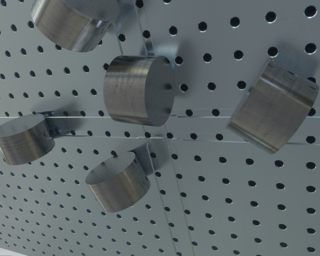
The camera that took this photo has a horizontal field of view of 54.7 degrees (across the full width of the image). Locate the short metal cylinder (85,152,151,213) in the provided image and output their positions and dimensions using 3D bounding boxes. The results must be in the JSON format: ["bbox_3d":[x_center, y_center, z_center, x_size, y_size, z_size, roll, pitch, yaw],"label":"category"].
[{"bbox_3d":[-0.061,0.078,0.454,0.080,0.080,0.050,-15,111,34],"label":"short metal cylinder"}]

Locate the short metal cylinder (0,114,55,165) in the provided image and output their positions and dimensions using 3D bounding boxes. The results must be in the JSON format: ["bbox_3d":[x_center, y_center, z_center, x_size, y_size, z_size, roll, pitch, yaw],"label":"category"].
[{"bbox_3d":[-0.217,0.017,0.498,0.080,0.080,0.050,1,119,27],"label":"short metal cylinder"}]

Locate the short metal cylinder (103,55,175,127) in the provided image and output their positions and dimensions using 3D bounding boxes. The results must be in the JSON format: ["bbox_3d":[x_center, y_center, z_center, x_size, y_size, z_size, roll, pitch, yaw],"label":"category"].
[{"bbox_3d":[-0.021,-0.043,0.359,0.050,0.080,0.079,7,121,24],"label":"short metal cylinder"}]

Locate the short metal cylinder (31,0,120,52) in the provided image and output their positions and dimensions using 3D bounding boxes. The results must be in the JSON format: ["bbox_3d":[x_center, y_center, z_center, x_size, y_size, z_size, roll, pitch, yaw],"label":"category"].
[{"bbox_3d":[-0.092,-0.131,0.342,0.080,0.080,0.050,46,129,-5],"label":"short metal cylinder"}]

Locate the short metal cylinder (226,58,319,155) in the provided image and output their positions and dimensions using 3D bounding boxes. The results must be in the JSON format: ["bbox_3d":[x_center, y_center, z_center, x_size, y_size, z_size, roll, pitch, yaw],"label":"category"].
[{"bbox_3d":[0.108,-0.021,0.306,0.050,0.080,0.079,32,128,7],"label":"short metal cylinder"}]
